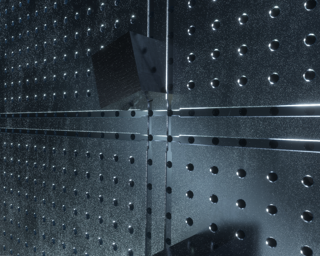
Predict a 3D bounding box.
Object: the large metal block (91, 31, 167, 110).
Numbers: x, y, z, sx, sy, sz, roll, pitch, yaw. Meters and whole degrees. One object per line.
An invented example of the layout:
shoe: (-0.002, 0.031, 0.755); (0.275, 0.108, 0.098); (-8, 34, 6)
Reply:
large metal block: (-0.044, -0.075, 0.431); (0.080, 0.050, 0.080); (-19, 78, 38)

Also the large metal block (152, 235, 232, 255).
large metal block: (0.040, 0.172, 0.342); (0.050, 0.081, 0.080); (-7, 86, 40)
